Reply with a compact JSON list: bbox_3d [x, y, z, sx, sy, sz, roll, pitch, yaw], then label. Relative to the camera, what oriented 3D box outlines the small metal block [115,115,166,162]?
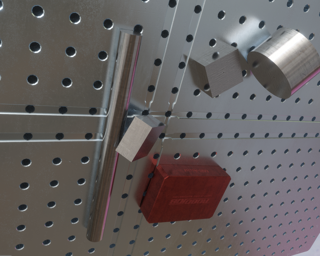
[{"bbox_3d":[-0.023,0.012,0.391,0.050,0.025,0.050,-59,166,14],"label":"small metal block"}]

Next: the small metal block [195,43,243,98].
[{"bbox_3d":[0.079,-0.076,0.410,0.050,0.025,0.050,-30,129,-10],"label":"small metal block"}]

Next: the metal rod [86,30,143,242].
[{"bbox_3d":[-0.063,0.028,0.395,0.025,0.025,0.298,-1,119,-29],"label":"metal rod"}]

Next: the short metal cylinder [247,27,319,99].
[{"bbox_3d":[0.164,-0.086,0.415,0.050,0.080,0.080,-39,130,-2],"label":"short metal cylinder"}]

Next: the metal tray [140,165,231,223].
[{"bbox_3d":[0.043,0.106,0.499,0.131,0.030,0.089,6,115,-32],"label":"metal tray"}]
